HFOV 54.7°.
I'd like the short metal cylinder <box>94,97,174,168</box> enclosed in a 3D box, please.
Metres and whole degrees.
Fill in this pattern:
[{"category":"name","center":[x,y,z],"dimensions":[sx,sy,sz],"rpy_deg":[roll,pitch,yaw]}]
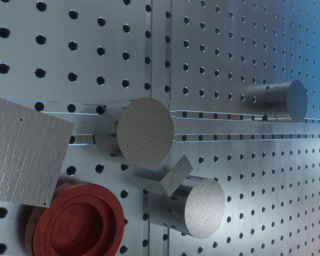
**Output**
[{"category":"short metal cylinder","center":[-0.030,0.005,0.368],"dimensions":[0.081,0.050,0.080],"rpy_deg":[0,90,-40]}]

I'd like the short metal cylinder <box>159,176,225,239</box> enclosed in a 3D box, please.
[{"category":"short metal cylinder","center":[0.046,0.107,0.431],"dimensions":[0.081,0.050,0.080],"rpy_deg":[0,90,-40]}]

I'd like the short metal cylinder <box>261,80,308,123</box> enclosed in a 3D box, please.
[{"category":"short metal cylinder","center":[0.239,-0.049,0.593],"dimensions":[0.081,0.050,0.080],"rpy_deg":[0,90,-40]}]

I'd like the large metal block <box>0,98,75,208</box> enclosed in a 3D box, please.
[{"category":"large metal block","center":[-0.135,0.022,0.279],"dimensions":[0.080,0.050,0.080],"rpy_deg":[23,76,-38]}]

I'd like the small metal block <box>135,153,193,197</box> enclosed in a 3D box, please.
[{"category":"small metal block","center":[0.005,0.057,0.397],"dimensions":[0.050,0.050,0.025],"rpy_deg":[-44,117,-31]}]

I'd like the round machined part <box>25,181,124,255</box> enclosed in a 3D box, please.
[{"category":"round machined part","center":[-0.090,0.104,0.323],"dimensions":[0.099,0.042,0.097],"rpy_deg":[0,90,-40]}]
